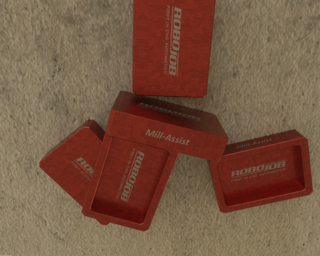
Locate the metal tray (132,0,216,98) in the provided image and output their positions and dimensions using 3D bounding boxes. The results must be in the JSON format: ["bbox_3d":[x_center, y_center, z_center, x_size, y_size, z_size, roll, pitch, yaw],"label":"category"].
[{"bbox_3d":[0.014,-0.104,0.369,0.091,0.030,0.129,2,110,-2],"label":"metal tray"}]

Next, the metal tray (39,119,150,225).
[{"bbox_3d":[-0.086,0.064,0.429,0.090,0.030,0.130,-37,106,12],"label":"metal tray"}]

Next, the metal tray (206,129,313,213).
[{"bbox_3d":[0.138,0.061,0.431,0.131,0.030,0.089,-14,110,4],"label":"metal tray"}]

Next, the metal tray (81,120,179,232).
[{"bbox_3d":[-0.039,0.063,0.397,0.091,0.030,0.129,17,109,-7],"label":"metal tray"}]

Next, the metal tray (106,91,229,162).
[{"bbox_3d":[0.008,-0.005,0.373,0.131,0.090,0.030,14,109,-6],"label":"metal tray"}]
